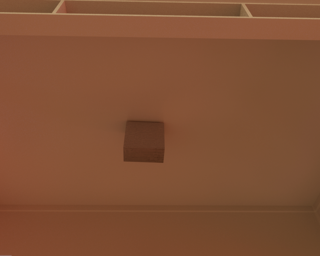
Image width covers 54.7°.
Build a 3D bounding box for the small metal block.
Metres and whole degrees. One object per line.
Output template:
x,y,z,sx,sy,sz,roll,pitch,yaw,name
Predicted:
-0.020,0.018,0.403,0.050,0.050,0.025,2,130,-3,small metal block
